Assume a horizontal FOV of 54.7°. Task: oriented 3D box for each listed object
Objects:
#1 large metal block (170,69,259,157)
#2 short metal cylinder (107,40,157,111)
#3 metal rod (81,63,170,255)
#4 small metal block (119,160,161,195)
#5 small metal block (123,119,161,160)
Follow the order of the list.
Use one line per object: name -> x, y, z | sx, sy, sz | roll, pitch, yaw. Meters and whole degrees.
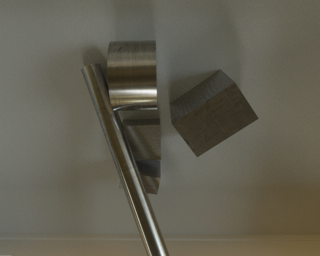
large metal block -> 0.060, -0.021, 0.375 | 0.080, 0.080, 0.050 | -34, 107, 11
short metal cylinder -> -0.029, -0.060, 0.359 | 0.050, 0.080, 0.079 | -1, 110, 0
metal rod -> -0.034, 0.065, 0.375 | 0.025, 0.025, 0.299 | -21, 87, 7
small metal block -> -0.026, 0.063, 0.421 | 0.050, 0.050, 0.025 | 10, 110, -4
small metal block -> -0.024, 0.016, 0.417 | 0.050, 0.025, 0.050 | -2, 110, 0
